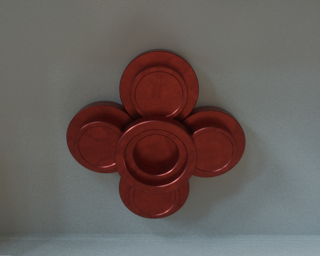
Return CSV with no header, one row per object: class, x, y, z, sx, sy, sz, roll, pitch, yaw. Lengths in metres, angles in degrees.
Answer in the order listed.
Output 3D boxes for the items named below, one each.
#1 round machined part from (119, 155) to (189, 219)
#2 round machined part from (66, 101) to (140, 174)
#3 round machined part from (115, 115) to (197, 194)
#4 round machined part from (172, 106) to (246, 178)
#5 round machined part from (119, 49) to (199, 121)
round machined part,-0.008,0.086,0.431,0.099,0.042,0.097,-1,109,-1
round machined part,-0.073,0.017,0.405,0.099,0.042,0.097,0,110,0
round machined part,-0.005,0.030,0.389,0.099,0.042,0.097,0,110,0
round machined part,0.064,0.023,0.409,0.099,0.042,0.097,0,110,0
round machined part,-0.001,-0.046,0.382,0.099,0.042,0.097,0,110,0
